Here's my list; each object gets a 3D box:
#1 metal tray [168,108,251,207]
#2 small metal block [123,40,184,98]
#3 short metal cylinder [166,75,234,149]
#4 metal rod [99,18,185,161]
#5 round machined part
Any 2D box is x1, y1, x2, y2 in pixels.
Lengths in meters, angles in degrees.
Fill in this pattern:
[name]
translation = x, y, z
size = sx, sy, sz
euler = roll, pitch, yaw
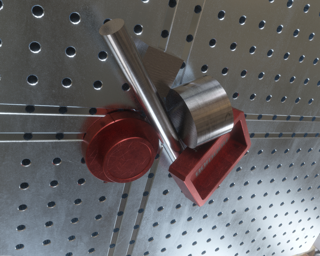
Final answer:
[metal tray]
translation = 0.078, 0.041, 0.450
size = 0.130, 0.030, 0.090
euler = -47, 139, -16
[small metal block]
translation = -0.008, -0.069, 0.366
size = 0.050, 0.025, 0.050
euler = 14, 111, -34
[short metal cylinder]
translation = 0.048, -0.021, 0.391
size = 0.050, 0.080, 0.080
euler = -23, 127, -15
[metal rod]
translation = 0.004, -0.002, 0.392
size = 0.025, 0.025, 0.299
euler = -35, 137, -6
[round machined part]
translation = -0.045, 0.031, 0.395
size = 0.099, 0.042, 0.097
euler = -14, 125, -21
